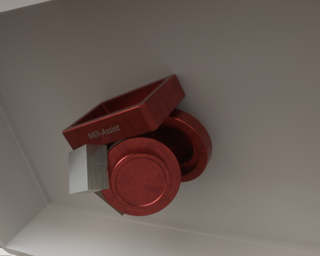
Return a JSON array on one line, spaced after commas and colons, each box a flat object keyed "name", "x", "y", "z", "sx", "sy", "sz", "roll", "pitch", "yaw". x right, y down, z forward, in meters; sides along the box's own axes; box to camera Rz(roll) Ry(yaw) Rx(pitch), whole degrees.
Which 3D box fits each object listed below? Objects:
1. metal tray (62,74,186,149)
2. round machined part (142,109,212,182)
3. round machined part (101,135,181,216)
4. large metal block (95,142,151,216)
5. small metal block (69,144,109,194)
[{"name": "metal tray", "x": -0.044, "y": -0.017, "z": 0.375, "sx": 0.130, "sy": 0.090, "sz": 0.030, "roll": -16, "pitch": 111, "yaw": 34}, {"name": "round machined part", "x": 0.020, "y": 0.018, "z": 0.397, "sx": 0.098, "sy": 0.042, "sz": 0.097, "roll": 13, "pitch": 124, "yaw": 20}, {"name": "round machined part", "x": -0.023, "y": 0.059, "z": 0.368, "sx": 0.099, "sy": 0.042, "sz": 0.097, "roll": -1, "pitch": 96, "yaw": -6}, {"name": "large metal block", "x": -0.053, "y": 0.059, "z": 0.435, "sx": 0.080, "sy": 0.080, "sz": 0.050, "roll": 39, "pitch": 129, "yaw": 1}, {"name": "small metal block", "x": -0.084, "y": 0.049, "z": 0.360, "sx": 0.050, "sy": 0.025, "sz": 0.050, "roll": -23, "pitch": 68, "yaw": 49}]
